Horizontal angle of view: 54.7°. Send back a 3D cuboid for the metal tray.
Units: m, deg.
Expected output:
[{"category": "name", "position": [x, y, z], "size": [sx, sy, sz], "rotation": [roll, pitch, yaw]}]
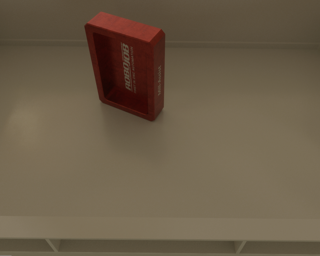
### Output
[{"category": "metal tray", "position": [-0.041, -0.074, 0.398], "size": [0.090, 0.129, 0.030], "rotation": [21, 53, 16]}]
